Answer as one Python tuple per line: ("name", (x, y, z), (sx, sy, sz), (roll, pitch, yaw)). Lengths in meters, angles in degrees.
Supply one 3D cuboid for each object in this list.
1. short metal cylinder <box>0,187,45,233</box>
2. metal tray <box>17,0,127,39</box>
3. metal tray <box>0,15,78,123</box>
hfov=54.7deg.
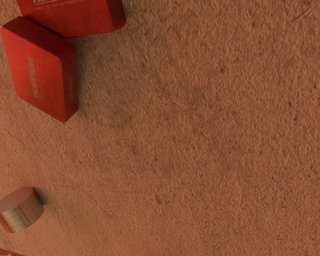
("short metal cylinder", (-0.282, 0.163, 0.621), (0.080, 0.080, 0.050), (-8, 115, 31))
("metal tray", (-0.111, -0.155, 0.366), (0.130, 0.030, 0.089), (2, 120, 27))
("metal tray", (-0.158, -0.073, 0.420), (0.090, 0.030, 0.129), (29, 143, 8))
